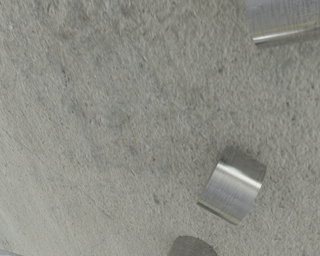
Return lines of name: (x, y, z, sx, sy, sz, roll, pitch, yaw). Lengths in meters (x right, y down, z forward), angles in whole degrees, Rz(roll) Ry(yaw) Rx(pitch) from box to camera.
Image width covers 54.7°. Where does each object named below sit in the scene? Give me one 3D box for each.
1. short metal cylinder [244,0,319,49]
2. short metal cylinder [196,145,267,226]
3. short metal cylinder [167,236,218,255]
short metal cylinder: (0.102, -0.108, 0.250, 0.050, 0.080, 0.080, -4, 117, 30)
short metal cylinder: (0.084, 0.067, 0.368, 0.050, 0.080, 0.079, 27, 128, 10)
short metal cylinder: (0.049, 0.223, 0.502, 0.080, 0.050, 0.079, 13, 124, 20)
